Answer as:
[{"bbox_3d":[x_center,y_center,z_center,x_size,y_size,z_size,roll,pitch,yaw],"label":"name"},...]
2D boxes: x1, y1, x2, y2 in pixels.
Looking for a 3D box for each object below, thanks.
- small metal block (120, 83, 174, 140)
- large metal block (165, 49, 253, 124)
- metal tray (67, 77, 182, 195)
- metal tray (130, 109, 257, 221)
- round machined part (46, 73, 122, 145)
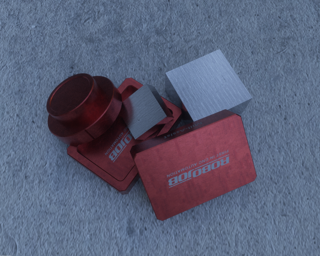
[{"bbox_3d":[-0.019,-0.020,0.392,0.050,0.025,0.050,-36,74,17],"label":"small metal block"},{"bbox_3d":[0.061,-0.046,0.413,0.080,0.050,0.080,-25,72,-9],"label":"large metal block"},{"bbox_3d":[-0.043,0.008,0.402,0.090,0.030,0.130,33,73,11],"label":"metal tray"},{"bbox_3d":[0.041,0.043,0.367,0.131,0.030,0.090,-22,108,-7],"label":"metal tray"},{"bbox_3d":[-0.101,-0.030,0.388,0.098,0.042,0.098,-15,49,18],"label":"round machined part"}]
